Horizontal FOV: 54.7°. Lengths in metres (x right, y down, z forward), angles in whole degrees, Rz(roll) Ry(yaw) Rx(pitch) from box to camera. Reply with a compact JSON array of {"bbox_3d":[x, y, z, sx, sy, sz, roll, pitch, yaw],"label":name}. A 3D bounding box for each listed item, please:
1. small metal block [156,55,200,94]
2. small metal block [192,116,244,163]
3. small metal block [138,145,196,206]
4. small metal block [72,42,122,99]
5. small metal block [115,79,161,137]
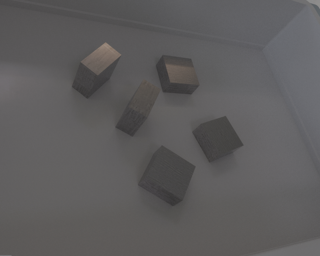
[{"bbox_3d":[0.026,-0.080,0.468,0.050,0.025,0.050,1,61,-28],"label":"small metal block"},{"bbox_3d":[0.082,0.015,0.440,0.050,0.025,0.050,-17,71,-35],"label":"small metal block"},{"bbox_3d":[0.009,0.058,0.375,0.050,0.025,0.050,33,51,-7],"label":"small metal block"},{"bbox_3d":[-0.080,-0.072,0.390,0.025,0.050,0.050,39,51,-2],"label":"small metal block"},{"bbox_3d":[-0.028,-0.025,0.390,0.025,0.050,0.050,30,52,-9],"label":"small metal block"}]
